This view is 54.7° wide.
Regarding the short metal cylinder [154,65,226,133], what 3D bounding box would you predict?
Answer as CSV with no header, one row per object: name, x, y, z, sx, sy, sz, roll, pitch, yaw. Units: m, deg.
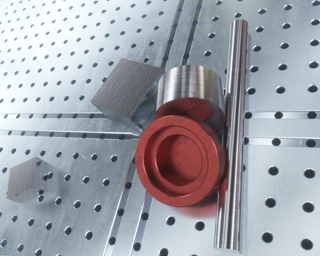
short metal cylinder,0.036,-0.028,0.367,0.080,0.080,0.050,-12,50,21

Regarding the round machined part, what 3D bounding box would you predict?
round machined part,0.025,0.034,0.345,0.098,0.042,0.097,1,93,29

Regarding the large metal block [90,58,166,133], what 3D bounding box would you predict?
large metal block,-0.036,-0.045,0.437,0.080,0.050,0.080,22,73,35

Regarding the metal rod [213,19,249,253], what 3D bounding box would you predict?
metal rod,0.088,-0.013,0.368,0.025,0.025,0.299,-4,60,26

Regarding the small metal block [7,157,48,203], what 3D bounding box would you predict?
small metal block,-0.196,0.078,0.461,0.050,0.025,0.050,-23,53,14
